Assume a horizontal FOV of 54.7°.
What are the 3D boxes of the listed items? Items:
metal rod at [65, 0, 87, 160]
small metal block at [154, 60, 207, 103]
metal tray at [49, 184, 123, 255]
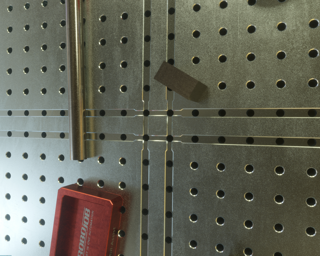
[{"bbox_3d":[-0.124,-0.103,0.456,0.025,0.025,0.298,-2,89,20],"label":"metal rod"},{"bbox_3d":[0.027,-0.057,0.390,0.050,0.050,0.025,34,101,17],"label":"small metal block"},{"bbox_3d":[-0.109,0.155,0.448,0.090,0.030,0.129,9,93,19],"label":"metal tray"}]
